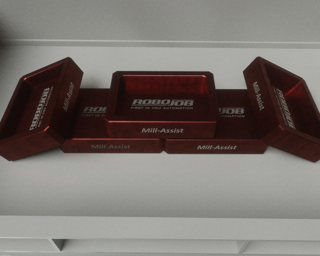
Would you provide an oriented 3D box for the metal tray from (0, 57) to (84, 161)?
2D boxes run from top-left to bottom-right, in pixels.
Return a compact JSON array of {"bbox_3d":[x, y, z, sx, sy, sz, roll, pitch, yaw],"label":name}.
[{"bbox_3d":[-0.154,-0.027,0.399,0.090,0.030,0.130,-16,47,19],"label":"metal tray"}]

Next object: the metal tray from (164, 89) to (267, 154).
[{"bbox_3d":[0.070,-0.011,0.410,0.131,0.030,0.090,0,50,0],"label":"metal tray"}]

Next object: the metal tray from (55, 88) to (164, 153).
[{"bbox_3d":[-0.061,-0.011,0.410,0.131,0.030,0.090,0,50,0],"label":"metal tray"}]

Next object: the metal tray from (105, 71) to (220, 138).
[{"bbox_3d":[0.003,-0.031,0.387,0.131,0.030,0.090,0,49,0],"label":"metal tray"}]

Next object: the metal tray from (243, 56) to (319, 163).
[{"bbox_3d":[0.161,-0.027,0.398,0.091,0.030,0.130,19,46,-21],"label":"metal tray"}]
